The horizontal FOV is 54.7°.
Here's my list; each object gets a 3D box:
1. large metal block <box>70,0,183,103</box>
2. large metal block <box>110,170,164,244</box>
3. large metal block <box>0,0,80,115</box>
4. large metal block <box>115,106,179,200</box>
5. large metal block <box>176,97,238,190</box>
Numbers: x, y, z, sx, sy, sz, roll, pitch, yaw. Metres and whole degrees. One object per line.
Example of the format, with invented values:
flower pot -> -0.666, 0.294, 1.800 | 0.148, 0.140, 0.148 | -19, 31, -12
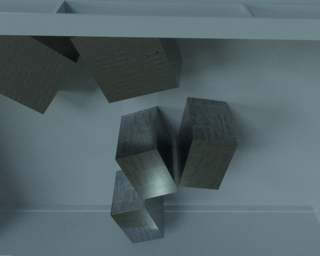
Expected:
large metal block -> -0.029, -0.079, 0.318 | 0.080, 0.050, 0.080 | -11, 130, 19
large metal block -> -0.031, 0.115, 0.471 | 0.050, 0.080, 0.080 | -15, 129, 12
large metal block -> -0.139, -0.073, 0.328 | 0.080, 0.050, 0.080 | 29, 124, -23
large metal block -> -0.014, 0.032, 0.400 | 0.050, 0.080, 0.080 | -16, 129, 12
large metal block -> 0.054, 0.019, 0.390 | 0.050, 0.080, 0.079 | 6, 130, -6
